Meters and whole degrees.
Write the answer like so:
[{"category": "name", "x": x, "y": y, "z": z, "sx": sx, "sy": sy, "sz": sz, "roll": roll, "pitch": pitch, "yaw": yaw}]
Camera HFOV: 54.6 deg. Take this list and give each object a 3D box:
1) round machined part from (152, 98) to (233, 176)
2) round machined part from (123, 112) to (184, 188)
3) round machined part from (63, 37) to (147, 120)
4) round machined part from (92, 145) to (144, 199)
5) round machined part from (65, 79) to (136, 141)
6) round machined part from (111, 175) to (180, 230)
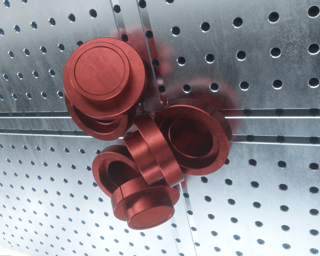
[{"category": "round machined part", "x": 0.041, "y": 0.007, "z": 0.383, "sx": 0.098, "sy": 0.042, "sz": 0.097, "roll": 13, "pitch": 124, "yaw": 21}, {"category": "round machined part", "x": -0.012, "y": 0.032, "z": 0.388, "sx": 0.042, "sy": 0.098, "sz": 0.098, "roll": -29, "pitch": 107, "yaw": -6}, {"category": "round machined part", "x": -0.065, "y": -0.061, "z": 0.362, "sx": 0.098, "sy": 0.042, "sz": 0.098, "roll": 0, "pitch": 82, "yaw": 2}, {"category": "round machined part", "x": -0.050, "y": 0.066, "z": 0.467, "sx": 0.098, "sy": 0.042, "sz": 0.097, "roll": 13, "pitch": 124, "yaw": 21}, {"category": "round machined part", "x": -0.075, "y": -0.035, "z": 0.418, "sx": 0.098, "sy": 0.042, "sz": 0.097, "roll": 13, "pitch": 124, "yaw": 21}, {"category": "round machined part", "x": -0.017, "y": 0.110, "z": 0.441, "sx": 0.099, "sy": 0.042, "sz": 0.098, "roll": -13, "pitch": 142, "yaw": -11}]
